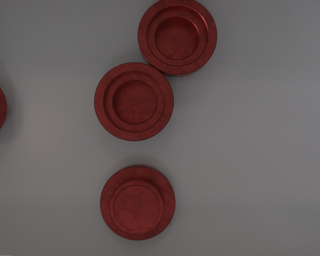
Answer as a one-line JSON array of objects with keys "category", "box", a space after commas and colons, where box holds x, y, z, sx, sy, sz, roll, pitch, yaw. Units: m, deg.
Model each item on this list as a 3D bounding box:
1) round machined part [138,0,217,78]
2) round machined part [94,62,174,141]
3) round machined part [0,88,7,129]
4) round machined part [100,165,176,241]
[{"category": "round machined part", "box": [0.022, -0.114, 0.403, 0.099, 0.042, 0.097, 0, 90, 0]}, {"category": "round machined part", "box": [-0.032, -0.033, 0.402, 0.099, 0.042, 0.097, 0, 91, 0]}, {"category": "round machined part", "box": [-0.249, -0.025, 0.384, 0.099, 0.042, 0.097, 2, 87, -41]}, {"category": "round machined part", "box": [-0.029, 0.098, 0.403, 0.099, 0.042, 0.097, 0, 90, 0]}]
